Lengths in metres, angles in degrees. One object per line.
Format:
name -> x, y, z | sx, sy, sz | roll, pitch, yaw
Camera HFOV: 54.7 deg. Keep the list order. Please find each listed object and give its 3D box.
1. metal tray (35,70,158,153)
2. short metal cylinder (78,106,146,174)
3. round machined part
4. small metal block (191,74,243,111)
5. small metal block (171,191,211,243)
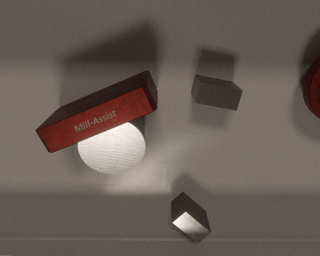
metal tray -> -0.068, -0.023, 0.367 | 0.130, 0.090, 0.030 | -22, 109, 7
short metal cylinder -> -0.060, 0.011, 0.394 | 0.081, 0.050, 0.079 | -2, 120, -4
round machined part -> 0.227, -0.054, 0.384 | 0.099, 0.042, 0.097 | 1, 109, 3
small metal block -> 0.068, -0.045, 0.382 | 0.050, 0.050, 0.025 | 10, 110, -4
small metal block -> 0.044, 0.128, 0.446 | 0.050, 0.050, 0.025 | 42, 105, -14
